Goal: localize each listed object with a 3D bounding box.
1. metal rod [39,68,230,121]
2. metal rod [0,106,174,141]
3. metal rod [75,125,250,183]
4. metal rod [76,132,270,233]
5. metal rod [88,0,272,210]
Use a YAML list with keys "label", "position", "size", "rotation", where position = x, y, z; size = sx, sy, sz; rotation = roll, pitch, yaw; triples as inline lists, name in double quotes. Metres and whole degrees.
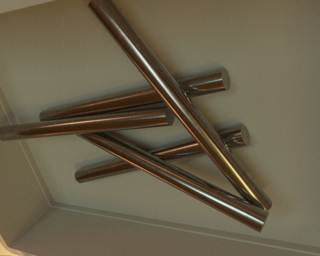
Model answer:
- label: "metal rod"
  position: [-0.055, -0.035, 0.415]
  size: [0.300, 0.025, 0.025]
  rotation: [-8, 114, 31]
- label: "metal rod"
  position: [-0.122, -0.003, 0.443]
  size: [0.300, 0.025, 0.025]
  rotation: [-5, 116, 26]
- label: "metal rod"
  position: [-0.018, 0.046, 0.446]
  size: [0.300, 0.025, 0.025]
  rotation: [-17, 109, 35]
- label: "metal rod"
  position: [-0.007, 0.050, 0.408]
  size: [0.300, 0.025, 0.025]
  rotation: [24, 128, 27]
- label: "metal rod"
  position: [0.028, -0.020, 0.347]
  size: [0.025, 0.025, 0.300]
  rotation: [-33, 100, 38]
